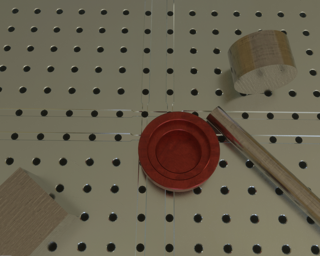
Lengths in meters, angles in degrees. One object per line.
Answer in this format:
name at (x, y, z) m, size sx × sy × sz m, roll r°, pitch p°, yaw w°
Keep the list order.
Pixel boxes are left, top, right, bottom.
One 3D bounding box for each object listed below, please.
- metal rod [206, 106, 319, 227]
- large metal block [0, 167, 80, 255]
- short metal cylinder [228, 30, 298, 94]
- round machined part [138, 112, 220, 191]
metal rod at (0.174, 0.083, 0.382) m, size 0.025 × 0.025 × 0.300 m, roll -41°, pitch 75°, yaw -14°
large metal block at (-0.156, 0.106, 0.359) m, size 0.080 × 0.050 × 0.080 m, roll 39°, pitch 74°, yaw 13°
short metal cylinder at (0.135, -0.085, 0.415) m, size 0.081 × 0.080 × 0.050 m, roll -5°, pitch 70°, yaw -2°
round machined part at (0.023, 0.032, 0.391) m, size 0.099 × 0.042 × 0.098 m, roll 0°, pitch 70°, yaw 0°
